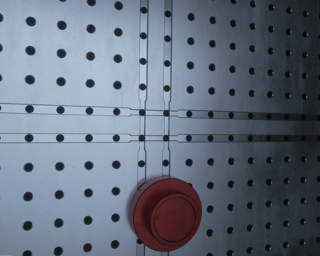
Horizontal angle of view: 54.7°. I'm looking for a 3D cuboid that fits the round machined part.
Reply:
[{"bbox_3d":[0.013,0.115,0.410,0.099,0.042,0.097,0,90,-21],"label":"round machined part"}]
